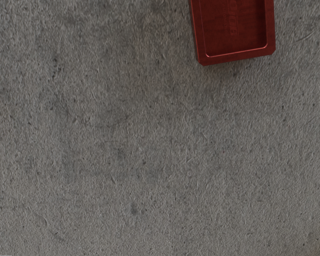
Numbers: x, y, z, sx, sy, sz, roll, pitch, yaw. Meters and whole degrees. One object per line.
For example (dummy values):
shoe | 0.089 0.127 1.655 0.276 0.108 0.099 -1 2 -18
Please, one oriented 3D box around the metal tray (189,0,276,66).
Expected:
metal tray | 0.080 -0.144 0.355 0.091 0.030 0.129 -9 110 3
